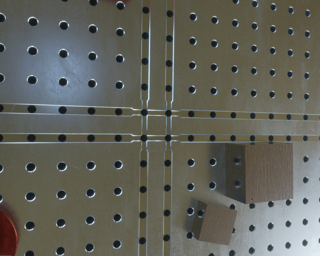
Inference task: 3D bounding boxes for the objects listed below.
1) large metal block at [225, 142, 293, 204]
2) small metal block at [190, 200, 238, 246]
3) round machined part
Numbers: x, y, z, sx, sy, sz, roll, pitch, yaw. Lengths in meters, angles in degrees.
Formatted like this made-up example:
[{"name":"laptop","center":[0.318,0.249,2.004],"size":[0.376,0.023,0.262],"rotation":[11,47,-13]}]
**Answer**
[{"name":"large metal block","center":[0.144,0.062,0.452],"size":[0.081,0.050,0.080],"rotation":[-1,90,-20]},{"name":"small metal block","center":[0.077,0.135,0.441],"size":[0.050,0.025,0.050],"rotation":[17,85,-19]},{"name":"round machined part","center":[-0.205,0.127,0.328],"size":[0.099,0.042,0.097],"rotation":[0,90,-20]}]
